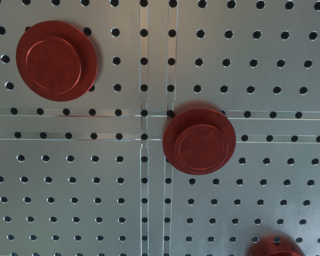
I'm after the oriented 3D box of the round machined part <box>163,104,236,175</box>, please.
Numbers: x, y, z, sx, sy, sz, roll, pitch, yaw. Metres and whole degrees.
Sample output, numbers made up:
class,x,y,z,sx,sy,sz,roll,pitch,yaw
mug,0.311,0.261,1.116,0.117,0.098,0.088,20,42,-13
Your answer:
class,x,y,z,sx,sy,sz,roll,pitch,yaw
round machined part,0.053,0.021,0.412,0.099,0.042,0.097,0,110,0

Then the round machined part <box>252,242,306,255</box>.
class,x,y,z,sx,sy,sz,roll,pitch,yaw
round machined part,0.193,0.235,0.492,0.099,0.042,0.097,0,110,0

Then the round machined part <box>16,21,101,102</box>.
class,x,y,z,sx,sy,sz,roll,pitch,yaw
round machined part,-0.125,-0.078,0.375,0.099,0.042,0.097,0,110,0
